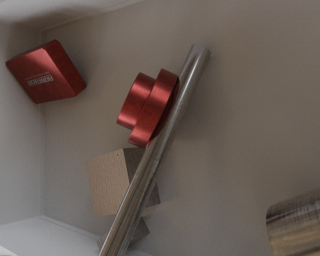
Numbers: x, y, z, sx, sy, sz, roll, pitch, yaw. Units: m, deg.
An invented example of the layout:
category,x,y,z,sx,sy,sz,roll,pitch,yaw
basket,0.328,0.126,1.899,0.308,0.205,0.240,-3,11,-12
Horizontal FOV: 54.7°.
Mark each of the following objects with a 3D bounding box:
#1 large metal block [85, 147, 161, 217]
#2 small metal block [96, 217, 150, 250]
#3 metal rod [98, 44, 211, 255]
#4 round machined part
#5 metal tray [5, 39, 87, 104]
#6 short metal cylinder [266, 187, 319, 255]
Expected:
category,x,y,z,sx,sy,sz,roll,pitch,yaw
large metal block,-0.053,0.075,0.432,0.080,0.050,0.080,-19,78,38
small metal block,-0.051,0.152,0.430,0.050,0.050,0.025,-45,63,30
metal rod,-0.011,0.042,0.338,0.025,0.025,0.299,15,76,39
round machined part,-0.019,-0.028,0.371,0.042,0.098,0.097,25,110,-5
metal tray,-0.197,-0.091,0.530,0.130,0.030,0.090,-4,126,39
short metal cylinder,0.135,0.094,0.259,0.050,0.081,0.080,-34,69,34
